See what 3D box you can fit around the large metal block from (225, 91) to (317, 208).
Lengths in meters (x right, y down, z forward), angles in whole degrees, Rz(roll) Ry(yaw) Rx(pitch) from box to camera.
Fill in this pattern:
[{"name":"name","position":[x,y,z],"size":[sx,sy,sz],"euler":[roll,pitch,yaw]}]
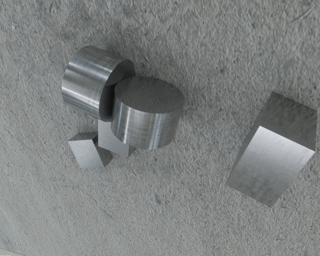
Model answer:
[{"name":"large metal block","position":[0.116,0.020,0.322],"size":[0.050,0.080,0.079],"euler":[27,128,11]}]

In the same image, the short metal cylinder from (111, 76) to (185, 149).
[{"name":"short metal cylinder","position":[-0.016,-0.020,0.367],"size":[0.080,0.080,0.050],"euler":[23,127,14]}]

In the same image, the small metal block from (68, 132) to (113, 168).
[{"name":"small metal block","position":[-0.109,0.034,0.485],"size":[0.050,0.025,0.050],"euler":[-5,116,30]}]

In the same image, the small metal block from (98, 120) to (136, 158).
[{"name":"small metal block","position":[-0.060,0.008,0.444],"size":[0.050,0.025,0.050],"euler":[19,126,17]}]

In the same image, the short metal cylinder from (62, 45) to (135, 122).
[{"name":"short metal cylinder","position":[-0.072,-0.053,0.376],"size":[0.050,0.080,0.079],"euler":[24,127,14]}]
